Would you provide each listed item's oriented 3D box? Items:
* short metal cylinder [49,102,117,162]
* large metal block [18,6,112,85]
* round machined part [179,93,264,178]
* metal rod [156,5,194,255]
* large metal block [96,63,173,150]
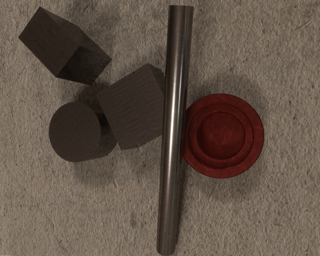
[{"bbox_3d":[-0.105,0.005,0.431,0.080,0.050,0.079,0,90,19],"label":"short metal cylinder"},{"bbox_3d":[-0.126,-0.108,0.423,0.080,0.080,0.050,45,104,14],"label":"large metal block"},{"bbox_3d":[0.074,0.009,0.373,0.098,0.042,0.097,0,90,19],"label":"round machined part"},{"bbox_3d":[0.014,0.019,0.358,0.025,0.025,0.298,10,110,19],"label":"metal rod"},{"bbox_3d":[-0.023,-0.026,0.403,0.080,0.050,0.080,-28,81,17],"label":"large metal block"}]
